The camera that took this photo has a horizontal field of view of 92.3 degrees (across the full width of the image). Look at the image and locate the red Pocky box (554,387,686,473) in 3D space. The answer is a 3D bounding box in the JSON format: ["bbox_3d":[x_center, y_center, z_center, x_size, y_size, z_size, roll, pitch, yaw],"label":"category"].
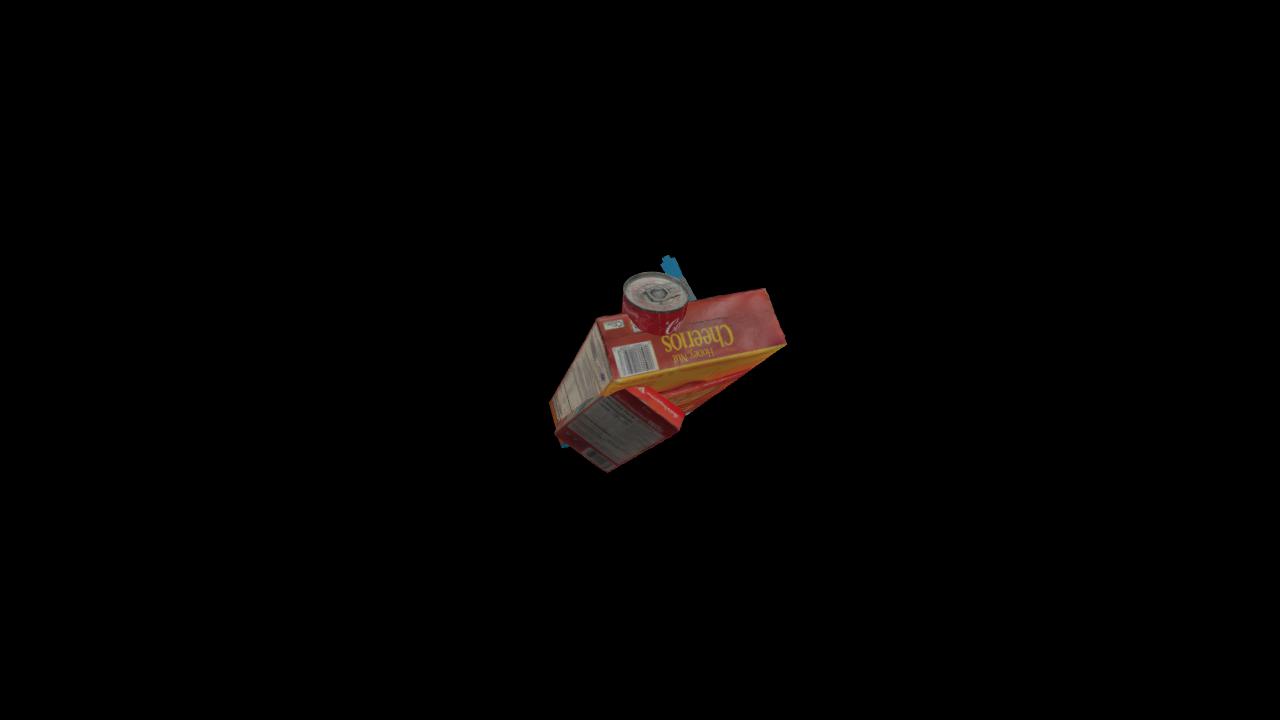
[{"bbox_3d":[-0.026,0.070,0.670,0.083,0.028,0.155,39,-40,-11],"label":"red Pocky box"}]

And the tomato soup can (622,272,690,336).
[{"bbox_3d":[0.012,-0.031,0.642,0.068,0.101,0.068,4,41,-4],"label":"tomato soup can"}]

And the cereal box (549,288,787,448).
[{"bbox_3d":[0.014,0.022,0.756,0.203,0.081,0.306,-12,-16,-22],"label":"cereal box"}]

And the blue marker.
[{"bbox_3d":[0.058,-0.066,0.709,0.020,0.121,0.020,-28,14,8],"label":"blue marker"}]
